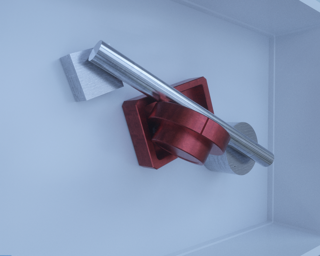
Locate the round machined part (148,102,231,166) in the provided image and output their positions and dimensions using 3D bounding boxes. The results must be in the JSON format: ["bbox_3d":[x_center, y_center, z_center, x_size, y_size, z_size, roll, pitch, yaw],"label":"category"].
[{"bbox_3d":[0.029,0.011,0.367,0.098,0.098,0.042,34,77,-35],"label":"round machined part"}]

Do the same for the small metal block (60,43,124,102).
[{"bbox_3d":[-0.074,-0.061,0.343,0.050,0.025,0.050,-28,108,-37],"label":"small metal block"}]

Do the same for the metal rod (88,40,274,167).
[{"bbox_3d":[0.048,-0.016,0.393,0.301,0.025,0.025,29,72,-30],"label":"metal rod"}]

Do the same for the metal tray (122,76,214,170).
[{"bbox_3d":[0.019,-0.011,0.419,0.131,0.030,0.089,-25,106,-38],"label":"metal tray"}]

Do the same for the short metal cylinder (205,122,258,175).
[{"bbox_3d":[0.108,0.031,0.482,0.081,0.050,0.079,0,90,-40],"label":"short metal cylinder"}]
